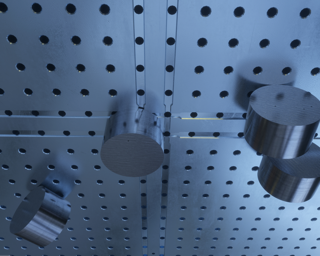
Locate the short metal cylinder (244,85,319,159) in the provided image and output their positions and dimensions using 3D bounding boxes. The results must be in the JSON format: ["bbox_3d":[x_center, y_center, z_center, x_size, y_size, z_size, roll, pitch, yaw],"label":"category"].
[{"bbox_3d":[0.145,-0.009,0.370,0.081,0.080,0.050,-2,130,1],"label":"short metal cylinder"}]

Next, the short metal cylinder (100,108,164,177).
[{"bbox_3d":[-0.035,0.020,0.412,0.081,0.050,0.079,-1,130,0],"label":"short metal cylinder"}]

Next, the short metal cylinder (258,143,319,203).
[{"bbox_3d":[0.181,0.055,0.425,0.081,0.080,0.050,1,130,-1],"label":"short metal cylinder"}]

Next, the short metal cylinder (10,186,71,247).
[{"bbox_3d":[-0.189,0.140,0.492,0.080,0.080,0.050,-32,124,24],"label":"short metal cylinder"}]
